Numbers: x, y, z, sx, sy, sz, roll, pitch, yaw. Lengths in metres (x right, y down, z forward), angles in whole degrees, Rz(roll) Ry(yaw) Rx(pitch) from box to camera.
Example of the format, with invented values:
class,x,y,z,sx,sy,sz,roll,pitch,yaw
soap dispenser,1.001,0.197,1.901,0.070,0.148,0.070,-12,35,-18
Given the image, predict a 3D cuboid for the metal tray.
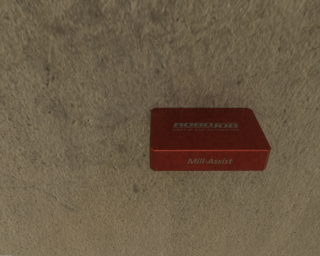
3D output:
class,x,y,z,sx,sy,sz,roll,pitch,yaw
metal tray,0.054,0.011,0.372,0.131,0.090,0.030,0,124,-1
